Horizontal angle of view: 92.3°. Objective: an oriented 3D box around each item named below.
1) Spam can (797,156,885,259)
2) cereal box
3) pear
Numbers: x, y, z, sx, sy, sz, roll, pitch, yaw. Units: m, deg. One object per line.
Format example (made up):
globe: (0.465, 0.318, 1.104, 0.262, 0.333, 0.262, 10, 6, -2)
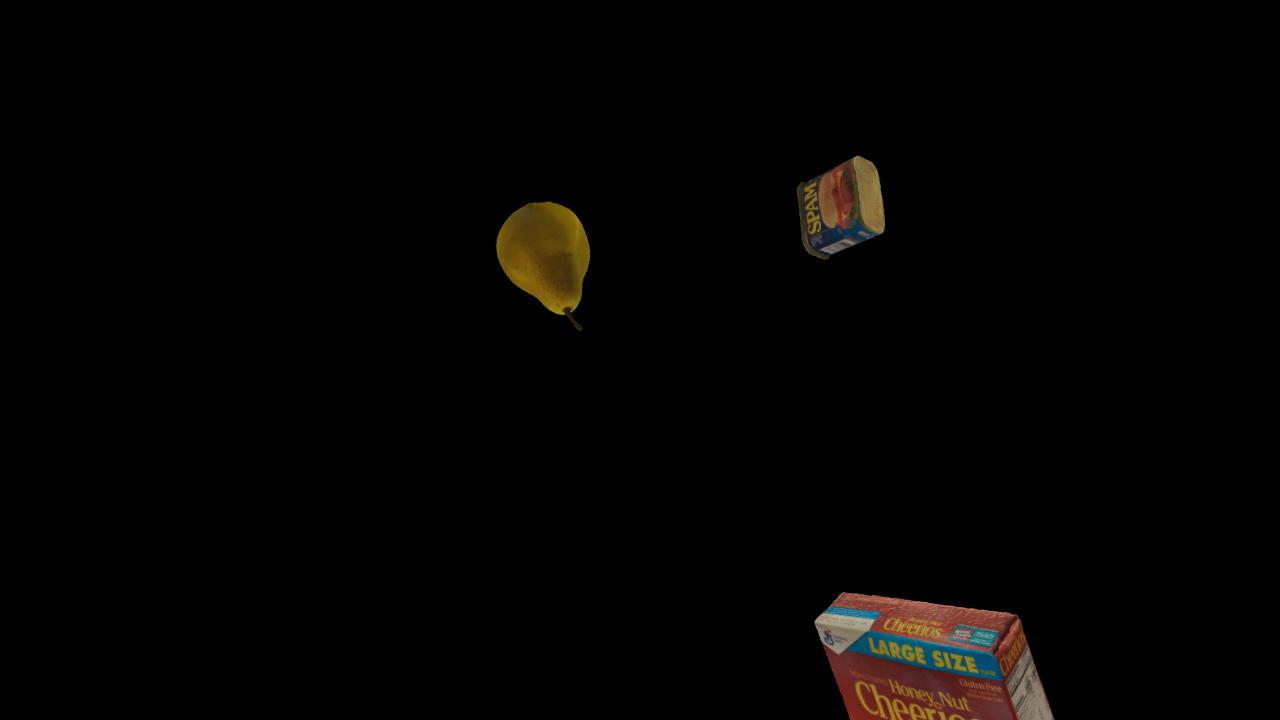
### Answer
Spam can: (0.250, -0.188, 0.763, 0.058, 0.101, 0.085, 8, -17, -37)
cereal box: (0.332, 0.410, 0.655, 0.081, 0.306, 0.203, -24, 4, -39)
pear: (-0.072, -0.071, 0.486, 0.080, 0.111, 0.080, -12, -38, -9)
